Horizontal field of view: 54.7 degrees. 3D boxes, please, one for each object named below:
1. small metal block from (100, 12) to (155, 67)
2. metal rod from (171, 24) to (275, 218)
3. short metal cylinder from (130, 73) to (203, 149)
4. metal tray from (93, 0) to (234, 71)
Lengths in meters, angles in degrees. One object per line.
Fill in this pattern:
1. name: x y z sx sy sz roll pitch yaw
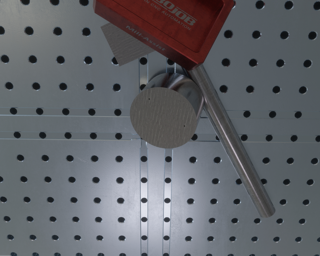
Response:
1. small metal block: -0.036 -0.109 0.373 0.050 0.025 0.050 -22 109 8
2. metal rod: 0.087 0.002 0.414 0.025 0.025 0.299 -28 108 9
3. short metal cylinder: 0.010 -0.022 0.380 0.080 0.050 0.079 8 120 14
4. metal tray: 0.005 -0.135 0.339 0.131 0.030 0.090 30 78 -11
